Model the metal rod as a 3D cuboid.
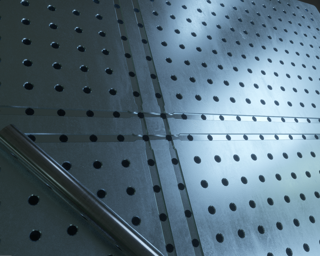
[{"bbox_3d":[-0.047,0.104,0.320,0.300,0.025,0.025,41,51,0],"label":"metal rod"}]
